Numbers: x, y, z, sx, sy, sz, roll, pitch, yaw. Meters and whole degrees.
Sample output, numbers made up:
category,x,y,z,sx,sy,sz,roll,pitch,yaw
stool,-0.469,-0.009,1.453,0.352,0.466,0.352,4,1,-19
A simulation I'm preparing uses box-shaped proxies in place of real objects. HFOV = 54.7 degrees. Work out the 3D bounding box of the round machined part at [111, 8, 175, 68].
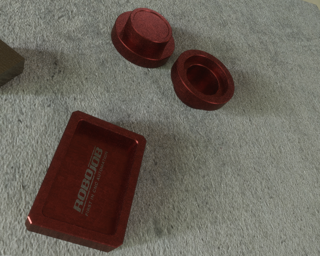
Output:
category,x,y,z,sx,sy,sz,roll,pitch,yaw
round machined part,-0.021,-0.142,0.470,0.099,0.042,0.098,14,56,-21

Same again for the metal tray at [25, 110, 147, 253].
category,x,y,z,sx,sy,sz,roll,pitch,yaw
metal tray,-0.072,0.053,0.330,0.091,0.030,0.130,23,53,-15

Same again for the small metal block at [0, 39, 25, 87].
category,x,y,z,sx,sy,sz,roll,pitch,yaw
small metal block,-0.191,-0.074,0.346,0.050,0.025,0.050,39,51,-2

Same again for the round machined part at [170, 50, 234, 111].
category,x,y,z,sx,sy,sz,roll,pitch,yaw
round machined part,0.060,-0.067,0.468,0.099,0.042,0.098,14,56,-21
